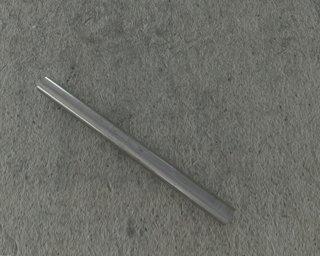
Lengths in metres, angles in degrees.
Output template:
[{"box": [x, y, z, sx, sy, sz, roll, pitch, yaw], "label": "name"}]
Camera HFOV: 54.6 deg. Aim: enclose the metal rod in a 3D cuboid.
[{"box": [-0.039, 0.023, 0.399, 0.300, 0.025, 0.025, 34, 74, 11], "label": "metal rod"}]
